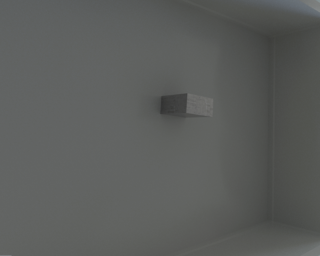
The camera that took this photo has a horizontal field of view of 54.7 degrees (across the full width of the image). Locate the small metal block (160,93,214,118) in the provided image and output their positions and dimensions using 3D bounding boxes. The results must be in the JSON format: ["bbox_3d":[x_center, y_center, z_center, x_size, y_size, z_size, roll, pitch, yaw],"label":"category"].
[{"bbox_3d":[0.037,-0.030,0.423,0.050,0.050,0.025,6,87,-40],"label":"small metal block"}]
